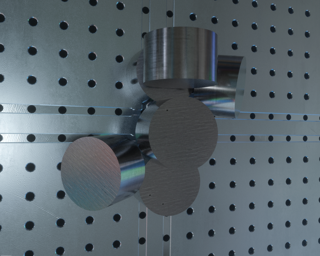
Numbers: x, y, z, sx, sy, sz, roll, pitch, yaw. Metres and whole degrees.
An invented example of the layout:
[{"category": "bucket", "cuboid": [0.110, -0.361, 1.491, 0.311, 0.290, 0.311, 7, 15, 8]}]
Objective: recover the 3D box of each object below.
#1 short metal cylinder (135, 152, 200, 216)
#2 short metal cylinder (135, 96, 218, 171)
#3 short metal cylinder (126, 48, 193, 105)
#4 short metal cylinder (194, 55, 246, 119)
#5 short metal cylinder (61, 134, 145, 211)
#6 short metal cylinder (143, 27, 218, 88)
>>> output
[{"category": "short metal cylinder", "cuboid": [0.004, 0.067, 0.400, 0.081, 0.050, 0.079, 0, 91, -20]}, {"category": "short metal cylinder", "cuboid": [0.018, 0.006, 0.352, 0.081, 0.050, 0.079, 0, 90, -20]}, {"category": "short metal cylinder", "cuboid": [0.002, -0.069, 0.399, 0.081, 0.050, 0.079, 0, 91, -20]}, {"category": "short metal cylinder", "cuboid": [0.080, -0.055, 0.405, 0.050, 0.080, 0.080, 9, 86, 21]}, {"category": "short metal cylinder", "cuboid": [-0.064, 0.048, 0.354, 0.050, 0.080, 0.079, -4, 92, -64]}, {"category": "short metal cylinder", "cuboid": [0.022, -0.073, 0.337, 0.081, 0.080, 0.050, 0, 90, -20]}]
